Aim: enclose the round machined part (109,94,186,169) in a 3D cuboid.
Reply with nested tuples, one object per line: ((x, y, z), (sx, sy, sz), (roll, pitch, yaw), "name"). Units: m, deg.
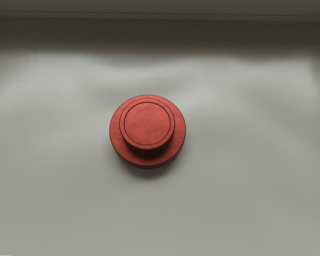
((-0.016, 0.001, 0.396), (0.099, 0.042, 0.098), (0, 70, -1), "round machined part")
